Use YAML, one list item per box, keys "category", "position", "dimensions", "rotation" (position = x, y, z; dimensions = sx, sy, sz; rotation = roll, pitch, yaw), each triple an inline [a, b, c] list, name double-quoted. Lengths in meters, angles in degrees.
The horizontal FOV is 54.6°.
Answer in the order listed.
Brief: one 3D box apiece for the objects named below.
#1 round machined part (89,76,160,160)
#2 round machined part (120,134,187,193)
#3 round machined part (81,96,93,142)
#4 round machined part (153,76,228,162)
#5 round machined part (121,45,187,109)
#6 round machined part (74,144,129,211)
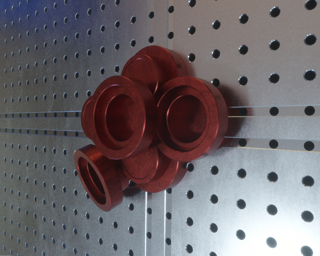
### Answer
- category: "round machined part"
  position: [-0.040, -0.012, 0.376]
  dimensions: [0.098, 0.042, 0.097]
  rotation: [0, 90, 40]
- category: "round machined part"
  position: [-0.015, 0.037, 0.412]
  dimensions: [0.098, 0.042, 0.097]
  rotation: [0, 90, 40]
- category: "round machined part"
  position: [-0.082, -0.015, 0.467]
  dimensions: [0.098, 0.042, 0.097]
  rotation: [0, 90, 40]
- category: "round machined part"
  position: [0.037, -0.011, 0.368]
  dimensions: [0.098, 0.042, 0.097]
  rotation: [0, 90, 40]
- category: "round machined part"
  position: [-0.015, -0.061, 0.412]
  dimensions: [0.098, 0.042, 0.097]
  rotation: [0, 90, 40]
- category: "round machined part"
  position: [-0.081, 0.067, 0.450]
  dimensions: [0.098, 0.042, 0.097]
  rotation: [34, 137, 38]
